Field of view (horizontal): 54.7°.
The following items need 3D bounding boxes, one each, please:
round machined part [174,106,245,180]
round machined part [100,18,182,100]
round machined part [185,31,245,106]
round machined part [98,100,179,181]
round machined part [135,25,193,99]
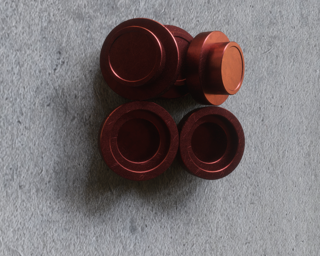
[{"bbox_3d":[0.063,0.019,0.426,0.099,0.042,0.097,0,90,-21],"label":"round machined part"},{"bbox_3d":[-0.026,-0.082,0.367,0.098,0.042,0.097,1,93,13],"label":"round machined part"},{"bbox_3d":[0.078,-0.078,0.408,0.099,0.042,0.097,-11,104,-50],"label":"round machined part"},{"bbox_3d":[-0.030,0.015,0.391,0.099,0.042,0.097,0,90,-21],"label":"round machined part"},{"bbox_3d":[0.014,-0.087,0.407,0.099,0.042,0.097,0,90,-21],"label":"round machined part"}]
